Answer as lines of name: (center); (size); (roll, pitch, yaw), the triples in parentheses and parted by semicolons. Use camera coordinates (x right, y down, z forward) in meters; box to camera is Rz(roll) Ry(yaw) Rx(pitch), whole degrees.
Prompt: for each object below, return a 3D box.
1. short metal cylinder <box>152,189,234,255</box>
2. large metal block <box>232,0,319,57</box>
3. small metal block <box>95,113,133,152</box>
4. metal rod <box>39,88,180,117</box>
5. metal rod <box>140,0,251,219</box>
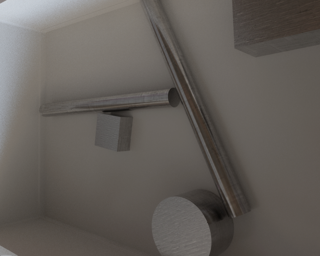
short metal cylinder: (0.037, 0.115, 0.358); (0.080, 0.050, 0.079); (0, 90, 39)
large metal block: (0.117, -0.118, 0.293); (0.080, 0.050, 0.080); (-4, 88, 39)
small metal block: (-0.069, 0.005, 0.462); (0.050, 0.025, 0.050); (11, 97, 39)
metal rod: (-0.098, -0.036, 0.485); (0.300, 0.025, 0.025); (-1, 89, 39)
metal rod: (0.035, -0.041, 0.375); (0.025, 0.025, 0.299); (-33, 70, 35)
